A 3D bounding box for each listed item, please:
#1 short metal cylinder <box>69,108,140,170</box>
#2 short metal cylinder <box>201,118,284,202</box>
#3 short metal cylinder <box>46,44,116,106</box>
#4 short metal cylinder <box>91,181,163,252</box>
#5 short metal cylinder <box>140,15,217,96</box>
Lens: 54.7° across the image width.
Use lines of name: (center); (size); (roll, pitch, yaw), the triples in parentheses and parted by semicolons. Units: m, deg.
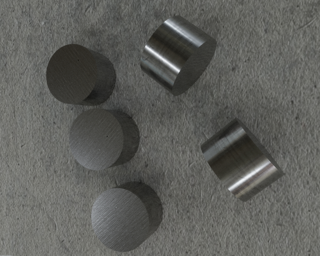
short metal cylinder: (-0.075, 0.014, 0.422); (0.080, 0.050, 0.080); (0, 90, 20)
short metal cylinder: (0.091, 0.035, 0.347); (0.050, 0.080, 0.080); (-41, 77, 16)
short metal cylinder: (-0.110, -0.072, 0.434); (0.080, 0.050, 0.080); (0, 90, 20)
short metal cylinder: (-0.043, 0.115, 0.411); (0.080, 0.050, 0.080); (0, 90, 20)
short metal cylinder: (0.023, -0.085, 0.372); (0.050, 0.080, 0.080); (40, 103, 15)
